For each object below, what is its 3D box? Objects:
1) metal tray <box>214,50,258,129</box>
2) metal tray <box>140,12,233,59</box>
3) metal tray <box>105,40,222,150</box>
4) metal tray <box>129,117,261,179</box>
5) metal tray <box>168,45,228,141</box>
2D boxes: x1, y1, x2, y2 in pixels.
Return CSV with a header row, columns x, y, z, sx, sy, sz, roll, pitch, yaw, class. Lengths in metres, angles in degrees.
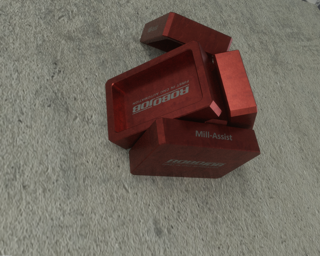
x,y,z,sx,sy,sz,roll,pitch,yaw,class
0.094,-0.028,0.411,0.030,0.130,0.090,-10,63,4,metal tray
0.031,-0.125,0.441,0.091,0.130,0.030,16,96,-20,metal tray
-0.002,-0.037,0.366,0.030,0.130,0.090,37,38,-54,metal tray
0.039,0.029,0.368,0.131,0.090,0.030,7,59,-25,metal tray
0.039,-0.041,0.410,0.030,0.090,0.130,7,59,-25,metal tray
